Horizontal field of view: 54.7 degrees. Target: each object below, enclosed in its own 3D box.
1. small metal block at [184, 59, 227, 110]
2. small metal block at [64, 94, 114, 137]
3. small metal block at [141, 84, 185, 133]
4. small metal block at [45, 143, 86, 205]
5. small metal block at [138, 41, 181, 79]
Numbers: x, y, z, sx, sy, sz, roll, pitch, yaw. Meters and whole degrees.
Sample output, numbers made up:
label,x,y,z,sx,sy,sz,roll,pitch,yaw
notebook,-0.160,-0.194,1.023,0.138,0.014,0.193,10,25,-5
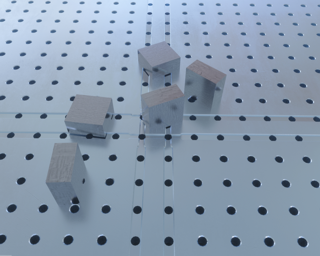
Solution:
label,x,y,z,sx,sy,sz,roll,pitch,yaw
small metal block,0.064,-0.062,0.445,0.050,0.050,0.025,34,58,25
small metal block,-0.095,-0.017,0.421,0.050,0.025,0.050,6,50,5
small metal block,0.004,-0.026,0.413,0.050,0.050,0.025,-19,53,-16
small metal block,-0.104,0.051,0.347,0.025,0.050,0.050,-1,50,-1
small metal block,-0.002,-0.110,0.501,0.050,0.025,0.050,-23,54,-18
